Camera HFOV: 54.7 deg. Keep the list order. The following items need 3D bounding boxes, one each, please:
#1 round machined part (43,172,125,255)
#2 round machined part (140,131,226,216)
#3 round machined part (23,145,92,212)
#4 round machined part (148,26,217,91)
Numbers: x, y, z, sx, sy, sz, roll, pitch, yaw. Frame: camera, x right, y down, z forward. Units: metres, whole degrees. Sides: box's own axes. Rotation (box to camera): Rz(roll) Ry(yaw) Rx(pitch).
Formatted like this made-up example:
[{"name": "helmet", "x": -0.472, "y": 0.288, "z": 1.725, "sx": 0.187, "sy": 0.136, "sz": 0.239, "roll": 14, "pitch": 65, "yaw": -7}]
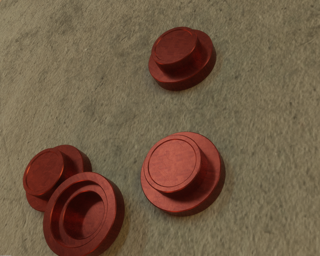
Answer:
[{"name": "round machined part", "x": -0.085, "y": 0.105, "z": 0.369, "sx": 0.098, "sy": 0.042, "sz": 0.098, "roll": -11, "pitch": 59, "yaw": 19}, {"name": "round machined part", "x": 0.021, "y": 0.047, "z": 0.352, "sx": 0.098, "sy": 0.042, "sz": 0.098, "roll": -13, "pitch": 56, "yaw": 20}, {"name": "round machined part", "x": -0.147, "y": 0.067, "z": 0.427, "sx": 0.098, "sy": 0.042, "sz": 0.098, "roll": -13, "pitch": 56, "yaw": 20}, {"name": "round machined part", "x": 0.027, "y": -0.105, "z": 0.442, "sx": 0.098, "sy": 0.042, "sz": 0.098, "roll": -13, "pitch": 56, "yaw": 20}]
